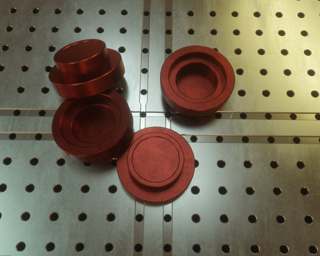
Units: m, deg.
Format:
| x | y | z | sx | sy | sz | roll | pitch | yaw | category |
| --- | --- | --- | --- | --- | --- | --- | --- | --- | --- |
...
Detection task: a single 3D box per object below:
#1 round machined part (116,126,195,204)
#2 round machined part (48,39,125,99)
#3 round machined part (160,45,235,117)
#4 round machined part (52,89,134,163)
| x | y | z | sx | sy | sz | roll | pitch | yaw | category |
| --- | --- | --- | --- | --- | --- | --- | --- | --- | --- |
| -0.005 | 0.044 | 0.387 | 0.099 | 0.042 | 0.098 | 0 | 70 | -1 | round machined part |
| -0.099 | -0.084 | 0.408 | 0.098 | 0.042 | 0.098 | -8 | 39 | 7 | round machined part |
| 0.049 | -0.060 | 0.425 | 0.099 | 0.042 | 0.098 | 0 | 70 | -1 | round machined part |
| -0.082 | -0.001 | 0.395 | 0.099 | 0.042 | 0.098 | -3 | 61 | 7 | round machined part |
